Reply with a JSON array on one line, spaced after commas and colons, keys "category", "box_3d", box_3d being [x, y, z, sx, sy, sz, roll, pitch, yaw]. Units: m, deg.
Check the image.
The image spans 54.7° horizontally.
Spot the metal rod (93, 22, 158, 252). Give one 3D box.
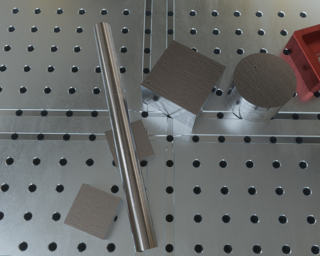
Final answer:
[{"category": "metal rod", "box_3d": [-0.048, -0.005, 0.386, 0.025, 0.025, 0.299, -12, 70, -5]}]

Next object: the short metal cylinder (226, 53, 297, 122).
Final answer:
[{"category": "short metal cylinder", "box_3d": [0.134, -0.054, 0.419, 0.081, 0.050, 0.080, 0, 70, 0]}]

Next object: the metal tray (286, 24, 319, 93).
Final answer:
[{"category": "metal tray", "box_3d": [0.266, -0.113, 0.451, 0.131, 0.030, 0.090, -17, 71, -6]}]

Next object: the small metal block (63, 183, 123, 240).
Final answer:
[{"category": "small metal block", "box_3d": [-0.079, 0.101, 0.374, 0.050, 0.025, 0.050, 20, 71, 7]}]

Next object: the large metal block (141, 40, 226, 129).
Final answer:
[{"category": "large metal block", "box_3d": [0.031, -0.059, 0.420, 0.080, 0.050, 0.080, 30, 73, 10]}]

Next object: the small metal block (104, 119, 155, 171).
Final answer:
[{"category": "small metal block", "box_3d": [-0.039, 0.023, 0.403, 0.050, 0.025, 0.050, -19, 71, -7]}]
